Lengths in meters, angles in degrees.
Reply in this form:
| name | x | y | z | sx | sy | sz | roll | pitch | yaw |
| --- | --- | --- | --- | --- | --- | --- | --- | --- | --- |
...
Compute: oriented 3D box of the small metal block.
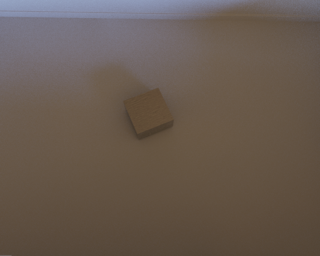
| name | x | y | z | sx | sy | sz | roll | pitch | yaw |
| --- | --- | --- | --- | --- | --- | --- | --- | --- | --- |
| small metal block | -0.015 | -0.019 | 0.413 | 0.050 | 0.025 | 0.050 | -22 | 72 | -8 |
